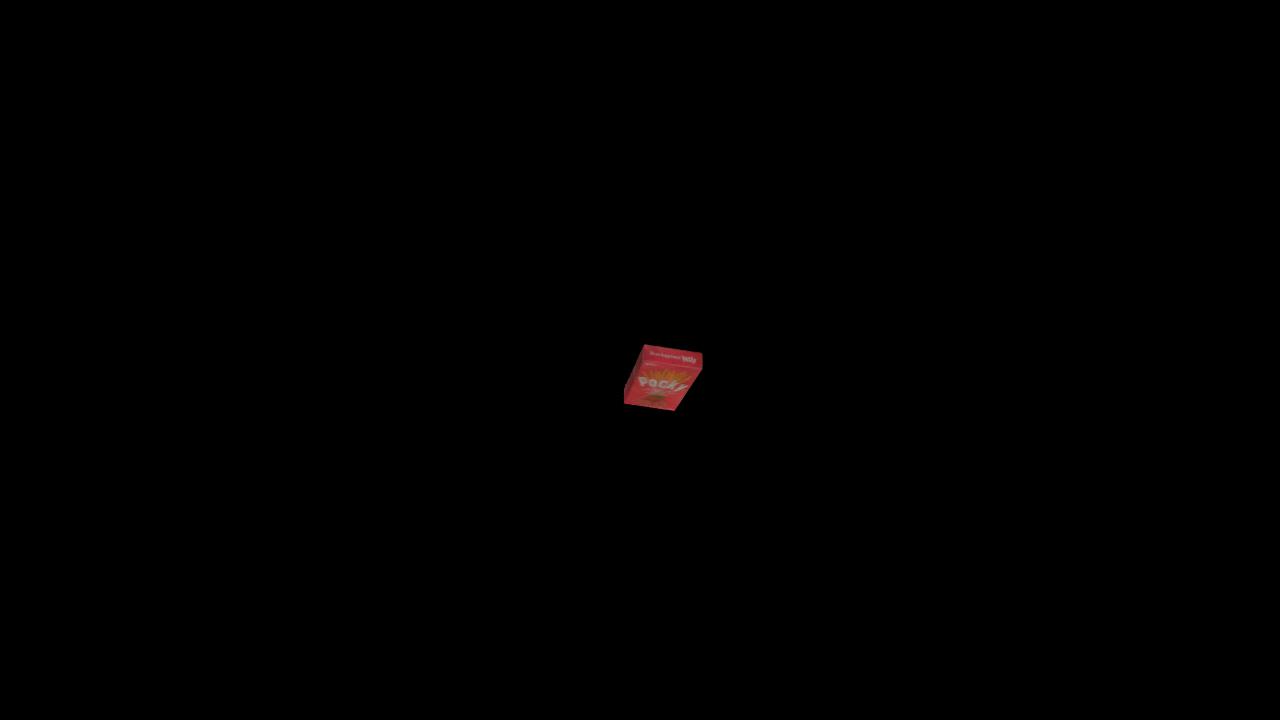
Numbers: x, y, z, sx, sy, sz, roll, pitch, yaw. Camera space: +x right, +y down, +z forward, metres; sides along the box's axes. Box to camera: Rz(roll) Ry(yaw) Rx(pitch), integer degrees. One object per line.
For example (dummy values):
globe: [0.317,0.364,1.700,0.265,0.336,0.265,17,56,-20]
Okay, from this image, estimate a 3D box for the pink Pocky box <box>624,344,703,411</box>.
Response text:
pink Pocky box: [0.030,0.029,0.891,0.084,0.029,0.155,9,-28,-9]
